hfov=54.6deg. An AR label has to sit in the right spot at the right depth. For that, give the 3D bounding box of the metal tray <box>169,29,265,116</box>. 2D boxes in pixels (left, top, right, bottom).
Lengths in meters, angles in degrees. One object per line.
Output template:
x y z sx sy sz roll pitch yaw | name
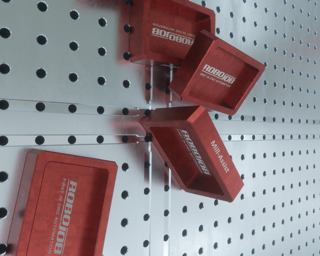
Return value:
0.084 -0.072 0.438 0.131 0.030 0.090 11 116 -44 | metal tray

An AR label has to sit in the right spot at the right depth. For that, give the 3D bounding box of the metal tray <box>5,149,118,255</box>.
-0.100 0.092 0.321 0.091 0.030 0.129 15 80 -39 | metal tray

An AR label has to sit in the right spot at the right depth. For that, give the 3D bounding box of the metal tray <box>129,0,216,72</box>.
0.021 -0.127 0.422 0.131 0.030 0.090 1 89 -40 | metal tray

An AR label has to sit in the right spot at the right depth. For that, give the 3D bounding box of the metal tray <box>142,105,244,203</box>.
0.043 0.034 0.401 0.030 0.090 0.130 -45 117 -30 | metal tray
